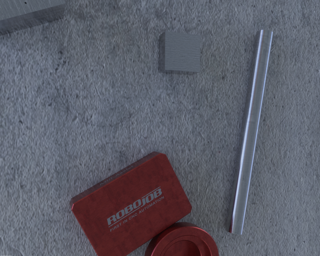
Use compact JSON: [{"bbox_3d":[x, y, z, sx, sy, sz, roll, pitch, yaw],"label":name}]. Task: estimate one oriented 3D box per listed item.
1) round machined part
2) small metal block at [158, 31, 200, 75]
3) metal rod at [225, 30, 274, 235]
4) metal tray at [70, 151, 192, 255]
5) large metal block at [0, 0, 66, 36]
[{"bbox_3d":[0.025,0.173,0.410,0.099,0.042,0.097,0,90,-20],"label":"round machined part"},{"bbox_3d":[0.026,-0.100,0.419,0.050,0.025,0.050,0,90,-20],"label":"small metal block"},{"bbox_3d":[0.133,0.004,0.458,0.025,0.025,0.298,11,86,-20],"label":"metal rod"},{"bbox_3d":[-0.034,0.099,0.394,0.131,0.030,0.090,-29,99,-18],"label":"metal tray"},{"bbox_3d":[-0.159,-0.155,0.337,0.081,0.050,0.080,-24,98,-19],"label":"large metal block"}]
